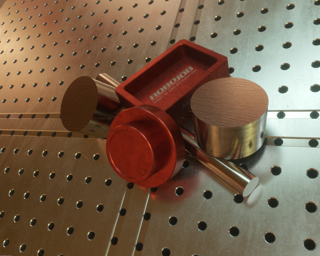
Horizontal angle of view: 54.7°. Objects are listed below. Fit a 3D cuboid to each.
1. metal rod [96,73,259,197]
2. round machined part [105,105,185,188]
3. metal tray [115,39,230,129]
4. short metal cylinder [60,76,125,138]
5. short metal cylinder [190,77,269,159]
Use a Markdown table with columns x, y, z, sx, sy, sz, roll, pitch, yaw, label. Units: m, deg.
| x | y | z | sx | sy | sz | roll | pitch | yaw | label |
| --- | --- | --- | --- | --- | --- | --- | --- | --- | --- |
| 0.000 | -0.009 | 0.414 | 0.025 | 0.025 | 0.300 | -49 | 51 | -6 | metal rod |
| -0.024 | 0.025 | 0.360 | 0.098 | 0.042 | 0.097 | 11 | 110 | 31 | round machined part |
| 0.017 | -0.061 | 0.415 | 0.131 | 0.030 | 0.090 | -40 | 50 | -17 | metal tray |
| -0.097 | -0.029 | 0.446 | 0.080 | 0.050 | 0.080 | -11 | 72 | 36 | short metal cylinder |
| 0.077 | -0.012 | 0.344 | 0.080 | 0.050 | 0.080 | -7 | 45 | 7 | short metal cylinder |
